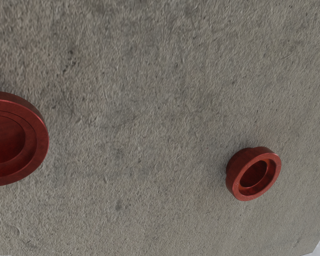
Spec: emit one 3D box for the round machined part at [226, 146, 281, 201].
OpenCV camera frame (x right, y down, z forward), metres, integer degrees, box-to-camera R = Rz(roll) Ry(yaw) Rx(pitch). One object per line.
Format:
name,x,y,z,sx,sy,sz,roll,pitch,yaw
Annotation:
round machined part,0.151,0.072,0.523,0.099,0.042,0.097,-14,124,-21

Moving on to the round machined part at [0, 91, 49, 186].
round machined part,-0.166,0.008,0.310,0.099,0.042,0.097,-14,124,-21
